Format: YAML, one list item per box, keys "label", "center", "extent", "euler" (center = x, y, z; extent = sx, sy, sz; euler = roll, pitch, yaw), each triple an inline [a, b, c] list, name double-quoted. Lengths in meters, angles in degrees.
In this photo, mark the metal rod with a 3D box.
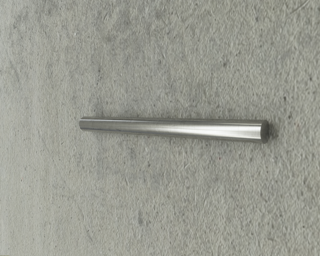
- label: "metal rod"
  center: [-0.007, -0.002, 0.414]
  extent: [0.300, 0.025, 0.025]
  euler: [3, 92, 40]
